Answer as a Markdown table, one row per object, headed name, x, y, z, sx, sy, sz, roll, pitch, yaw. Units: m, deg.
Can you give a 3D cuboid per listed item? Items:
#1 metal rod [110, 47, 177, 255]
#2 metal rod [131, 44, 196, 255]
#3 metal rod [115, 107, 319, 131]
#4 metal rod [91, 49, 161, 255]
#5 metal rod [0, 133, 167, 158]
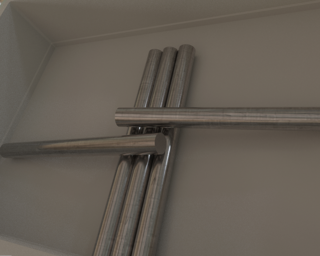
| name | x | y | z | sx | sy | sz | roll | pitch | yaw |
| --- | --- | --- | --- | --- | --- | --- | --- | --- | --- |
| metal rod | -0.014 | 0.018 | 0.399 | 0.025 | 0.025 | 0.300 | -1 | 61 | 27 |
| metal rod | 0.009 | 0.018 | 0.387 | 0.025 | 0.025 | 0.300 | -1 | 61 | 27 |
| metal rod | 0.089 | -0.011 | 0.341 | 0.301 | 0.025 | 0.025 | 1 | 62 | 21 |
| metal rod | -0.035 | 0.019 | 0.410 | 0.025 | 0.025 | 0.300 | -1 | 61 | 27 |
| metal rod | -0.126 | 0.028 | 0.430 | 0.300 | 0.025 | 0.025 | -4 | 60 | 32 |
